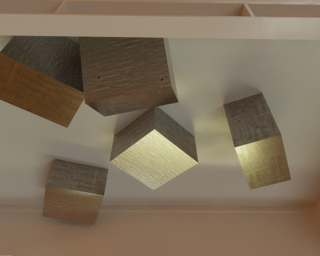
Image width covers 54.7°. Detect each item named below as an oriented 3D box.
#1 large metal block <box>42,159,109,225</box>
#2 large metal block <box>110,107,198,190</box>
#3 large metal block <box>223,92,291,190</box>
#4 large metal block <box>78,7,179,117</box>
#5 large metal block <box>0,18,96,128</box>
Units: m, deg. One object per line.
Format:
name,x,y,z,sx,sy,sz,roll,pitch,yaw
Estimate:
large metal block,-0.130,0.100,0.476,0.081,0.050,0.079,13,129,-11
large metal block,-0.008,0.028,0.416,0.080,0.050,0.080,-36,122,26
large metal block,0.121,0.016,0.388,0.050,0.080,0.080,-18,128,14
large metal block,-0.030,-0.063,0.310,0.080,0.080,0.050,-11,166,8
large metal block,-0.116,-0.058,0.322,0.080,0.080,0.050,26,126,-20
